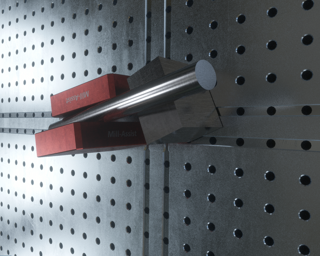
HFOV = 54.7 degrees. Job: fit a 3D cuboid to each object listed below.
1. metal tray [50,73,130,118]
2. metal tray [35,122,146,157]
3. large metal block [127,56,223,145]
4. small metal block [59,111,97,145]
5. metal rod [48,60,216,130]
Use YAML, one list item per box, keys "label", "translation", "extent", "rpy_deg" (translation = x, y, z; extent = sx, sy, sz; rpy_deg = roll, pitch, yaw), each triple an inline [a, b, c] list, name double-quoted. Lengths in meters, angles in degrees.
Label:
- label: "metal tray"
  translation: [-0.076, -0.039, 0.426]
  extent: [0.130, 0.091, 0.030]
  rpy_deg: [-11, 84, 39]
- label: "metal tray"
  translation: [-0.080, 0.014, 0.404]
  extent: [0.090, 0.131, 0.030]
  rpy_deg: [-12, 83, 39]
- label: "large metal block"
  translation: [0.018, -0.028, 0.356]
  extent: [0.050, 0.081, 0.080]
  rpy_deg: [-28, 73, 36]
- label: "small metal block"
  translation: [-0.132, 0.000, 0.498]
  extent: [0.025, 0.050, 0.050]
  rpy_deg: [-11, 83, 39]
- label: "metal rod"
  translation: [-0.060, -0.020, 0.359]
  extent: [0.299, 0.025, 0.025]
  rpy_deg: [-13, 82, 48]
